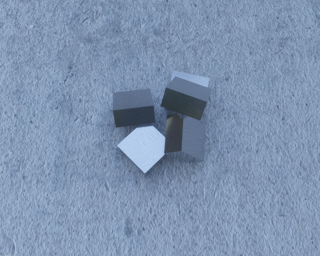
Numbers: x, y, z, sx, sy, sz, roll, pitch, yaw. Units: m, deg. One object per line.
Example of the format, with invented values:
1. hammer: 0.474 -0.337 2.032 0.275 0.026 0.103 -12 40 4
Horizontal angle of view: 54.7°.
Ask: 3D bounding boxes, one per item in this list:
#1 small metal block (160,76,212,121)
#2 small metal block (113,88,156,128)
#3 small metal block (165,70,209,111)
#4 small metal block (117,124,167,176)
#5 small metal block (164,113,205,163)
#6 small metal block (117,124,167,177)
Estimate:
1. small metal block: 0.034 -0.038 0.383 0.050 0.025 0.050 20 28 7
2. small metal block: -0.034 -0.027 0.406 0.050 0.025 0.050 -7 33 -3
3. small metal block: 0.037 -0.047 0.427 0.050 0.025 0.050 13 70 4
4. small metal block: -0.018 0.026 0.400 0.050 0.025 0.050 -43 76 -14
5. small metal block: 0.032 0.013 0.389 0.025 0.050 0.050 -11 64 37
6. small metal block: -0.018 0.026 0.400 0.050 0.025 0.050 -43 76 -14
